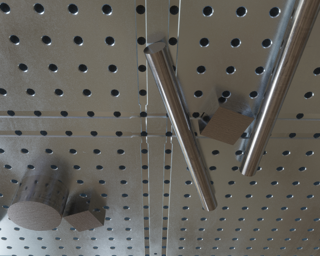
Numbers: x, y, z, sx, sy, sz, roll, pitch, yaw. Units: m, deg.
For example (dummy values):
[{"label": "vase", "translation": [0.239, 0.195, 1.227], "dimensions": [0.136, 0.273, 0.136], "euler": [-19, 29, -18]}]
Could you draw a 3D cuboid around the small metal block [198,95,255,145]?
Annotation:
[{"label": "small metal block", "translation": [0.085, -0.009, 0.404], "dimensions": [0.050, 0.025, 0.050], "euler": [18, 128, -15]}]

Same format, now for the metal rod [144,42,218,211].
[{"label": "metal rod", "translation": [0.039, 0.021, 0.429], "dimensions": [0.025, 0.025, 0.299], "euler": [-14, 129, 11]}]

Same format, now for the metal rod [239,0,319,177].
[{"label": "metal rod", "translation": [0.141, -0.050, 0.370], "dimensions": [0.025, 0.025, 0.298], "euler": [3, 130, -2]}]

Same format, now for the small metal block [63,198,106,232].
[{"label": "small metal block", "translation": [-0.131, 0.152, 0.540], "dimensions": [0.050, 0.025, 0.050], "euler": [-18, 128, 15]}]

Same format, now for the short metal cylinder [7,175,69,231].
[{"label": "short metal cylinder", "translation": [-0.193, 0.121, 0.496], "dimensions": [0.081, 0.050, 0.079], "euler": [0, 130, 0]}]
